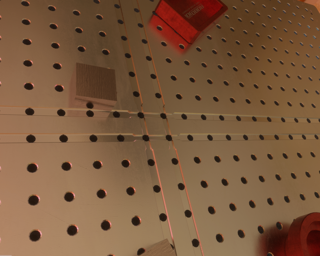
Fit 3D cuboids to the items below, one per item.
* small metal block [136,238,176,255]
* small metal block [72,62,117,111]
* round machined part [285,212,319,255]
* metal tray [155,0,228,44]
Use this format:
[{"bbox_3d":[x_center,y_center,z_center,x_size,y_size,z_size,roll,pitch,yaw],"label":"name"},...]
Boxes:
[{"bbox_3d":[-0.005,0.150,0.315,0.050,0.025,0.050,-19,72,-36],"label":"small metal block"},{"bbox_3d":[-0.084,-0.052,0.395,0.050,0.025,0.050,6,59,-25],"label":"small metal block"},{"bbox_3d":[0.207,0.166,0.411,0.099,0.042,0.098,14,56,-21],"label":"round machined part"},{"bbox_3d":[0.062,-0.219,0.574,0.090,0.030,0.131,42,51,0],"label":"metal tray"}]
